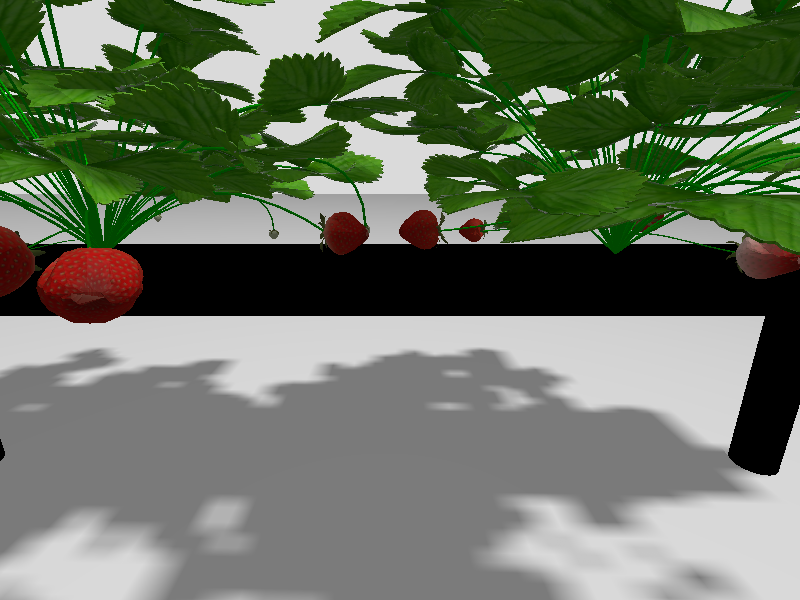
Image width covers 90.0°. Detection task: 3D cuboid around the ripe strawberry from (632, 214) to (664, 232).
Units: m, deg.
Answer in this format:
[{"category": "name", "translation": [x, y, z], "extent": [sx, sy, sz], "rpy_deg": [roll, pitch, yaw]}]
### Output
[{"category": "ripe strawberry", "translation": [0.306, -0.102, 0.498], "extent": [0.038, 0.033, 0.038], "rpy_deg": [12, 20, 35]}]

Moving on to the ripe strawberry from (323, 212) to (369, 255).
[{"category": "ripe strawberry", "translation": [-0.045, -0.056, 0.340], "extent": [0.037, 0.036, 0.040], "rpy_deg": [1, 16, 2]}]

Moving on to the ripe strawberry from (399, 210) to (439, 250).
[{"category": "ripe strawberry", "translation": [0.018, -0.065, 0.369], "extent": [0.036, 0.036, 0.040], "rpy_deg": [1, 16, 7]}]

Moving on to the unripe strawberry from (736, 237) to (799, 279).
[{"category": "unripe strawberry", "translation": [0.233, -0.028, 0.250], "extent": [0.035, 0.032, 0.032], "rpy_deg": [-7, 18, -22]}]

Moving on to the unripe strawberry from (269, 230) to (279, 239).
[{"category": "unripe strawberry", "translation": [-0.137, -0.071, 0.435], "extent": [0.010, 0.010, 0.009], "rpy_deg": [-11, 20, -34]}]

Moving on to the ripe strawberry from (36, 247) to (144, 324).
[{"category": "ripe strawberry", "translation": [-0.130, -0.005, 0.170], "extent": [0.038, 0.034, 0.034], "rpy_deg": [-11, 20, -34]}]

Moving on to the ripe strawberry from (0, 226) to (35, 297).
[{"category": "ripe strawberry", "translation": [-0.226, -0.020, 0.215], "extent": [0.040, 0.042, 0.043], "rpy_deg": [-4, 17, -13]}]

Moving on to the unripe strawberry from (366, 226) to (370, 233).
[{"category": "unripe strawberry", "translation": [-0.032, -0.063, 0.368], "extent": [0.010, 0.010, 0.009], "rpy_deg": [-1, 16, -5]}]

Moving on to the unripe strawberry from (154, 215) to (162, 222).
[{"category": "unripe strawberry", "translation": [-0.313, -0.106, 0.517], "extent": [0.009, 0.010, 0.010], "rpy_deg": [-5, 17, -16]}]

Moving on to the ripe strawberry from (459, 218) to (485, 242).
[{"category": "ripe strawberry", "translation": [0.075, -0.073, 0.418], "extent": [0.025, 0.024, 0.027], "rpy_deg": [9, 19, 30]}]
